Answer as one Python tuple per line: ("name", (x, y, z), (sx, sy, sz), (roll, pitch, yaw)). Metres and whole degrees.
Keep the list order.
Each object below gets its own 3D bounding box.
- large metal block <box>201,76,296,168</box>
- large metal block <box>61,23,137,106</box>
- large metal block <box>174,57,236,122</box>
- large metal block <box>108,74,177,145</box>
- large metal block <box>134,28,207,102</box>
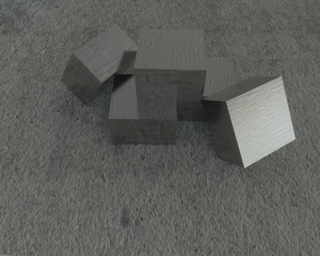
("large metal block", (0.106, -0.010, 0.370), (0.081, 0.080, 0.050), (-25, 17, -20))
("large metal block", (-0.083, -0.086, 0.431), (0.050, 0.080, 0.080), (47, 58, -6))
("large metal block", (0.060, -0.055, 0.436), (0.081, 0.050, 0.080), (0, 50, 0))
("large metal block", (-0.020, -0.025, 0.407), (0.081, 0.050, 0.080), (0, 50, 0))
("large metal block", (0.013, -0.080, 0.388), (0.081, 0.050, 0.080), (2, 50, 1))
